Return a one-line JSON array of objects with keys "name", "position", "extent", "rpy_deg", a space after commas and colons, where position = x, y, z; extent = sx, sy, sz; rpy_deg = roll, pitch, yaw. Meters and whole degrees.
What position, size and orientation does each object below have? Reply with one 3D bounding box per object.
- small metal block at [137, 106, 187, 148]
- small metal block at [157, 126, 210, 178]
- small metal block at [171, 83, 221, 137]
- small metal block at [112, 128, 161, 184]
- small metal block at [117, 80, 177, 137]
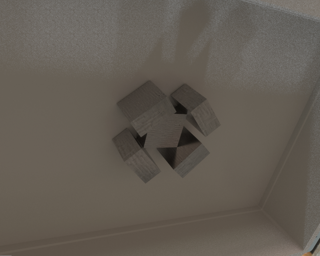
[{"name": "small metal block", "position": [0.002, -0.002, 0.406], "extent": [0.050, 0.025, 0.050], "rpy_deg": [1, 118, -29]}, {"name": "small metal block", "position": [0.031, 0.032, 0.426], "extent": [0.050, 0.050, 0.025], "rpy_deg": [-43, 130, 0]}, {"name": "small metal block", "position": [0.046, -0.023, 0.400], "extent": [0.025, 0.050, 0.050], "rpy_deg": [-39, 130, -3]}, {"name": "small metal block", "position": [-0.030, 0.035, 0.395], "extent": [0.025, 0.050, 0.050], "rpy_deg": [-38, 129, -2]}, {"name": "small metal block", "position": [-0.017, -0.024, 0.366], "extent": [0.050, 0.050, 0.025], "rpy_deg": [-36, 128, -4]}]
